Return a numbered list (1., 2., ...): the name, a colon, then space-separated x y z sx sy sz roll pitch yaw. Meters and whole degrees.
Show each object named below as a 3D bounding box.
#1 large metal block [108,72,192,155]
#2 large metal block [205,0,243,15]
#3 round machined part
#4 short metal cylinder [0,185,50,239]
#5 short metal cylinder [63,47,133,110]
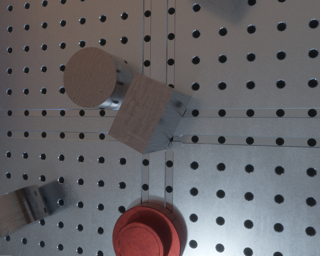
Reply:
1. large metal block: -0.009 -0.017 0.387 0.050 0.080 0.080 28 99 18
2. large metal block: 0.074 -0.198 0.373 0.080 0.050 0.080 35 101 16
3. round machined part: -0.020 0.153 0.411 0.098 0.042 0.097 0 90 20
4. short metal cylinder: -0.211 0.124 0.458 0.080 0.080 0.050 -28 81 18
5. short metal cylinder: -0.084 -0.066 0.429 0.080 0.050 0.080 0 90 20
